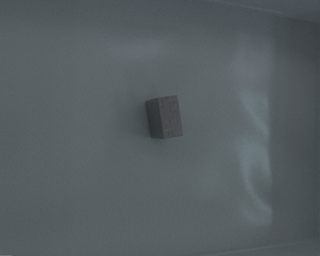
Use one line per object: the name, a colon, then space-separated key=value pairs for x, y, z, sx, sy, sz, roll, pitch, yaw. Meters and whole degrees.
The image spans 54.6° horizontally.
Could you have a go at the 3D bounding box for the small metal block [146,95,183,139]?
small metal block: x=0.004 y=-0.013 z=0.395 sx=0.025 sy=0.050 sz=0.050 roll=-9 pitch=93 yaw=-20
